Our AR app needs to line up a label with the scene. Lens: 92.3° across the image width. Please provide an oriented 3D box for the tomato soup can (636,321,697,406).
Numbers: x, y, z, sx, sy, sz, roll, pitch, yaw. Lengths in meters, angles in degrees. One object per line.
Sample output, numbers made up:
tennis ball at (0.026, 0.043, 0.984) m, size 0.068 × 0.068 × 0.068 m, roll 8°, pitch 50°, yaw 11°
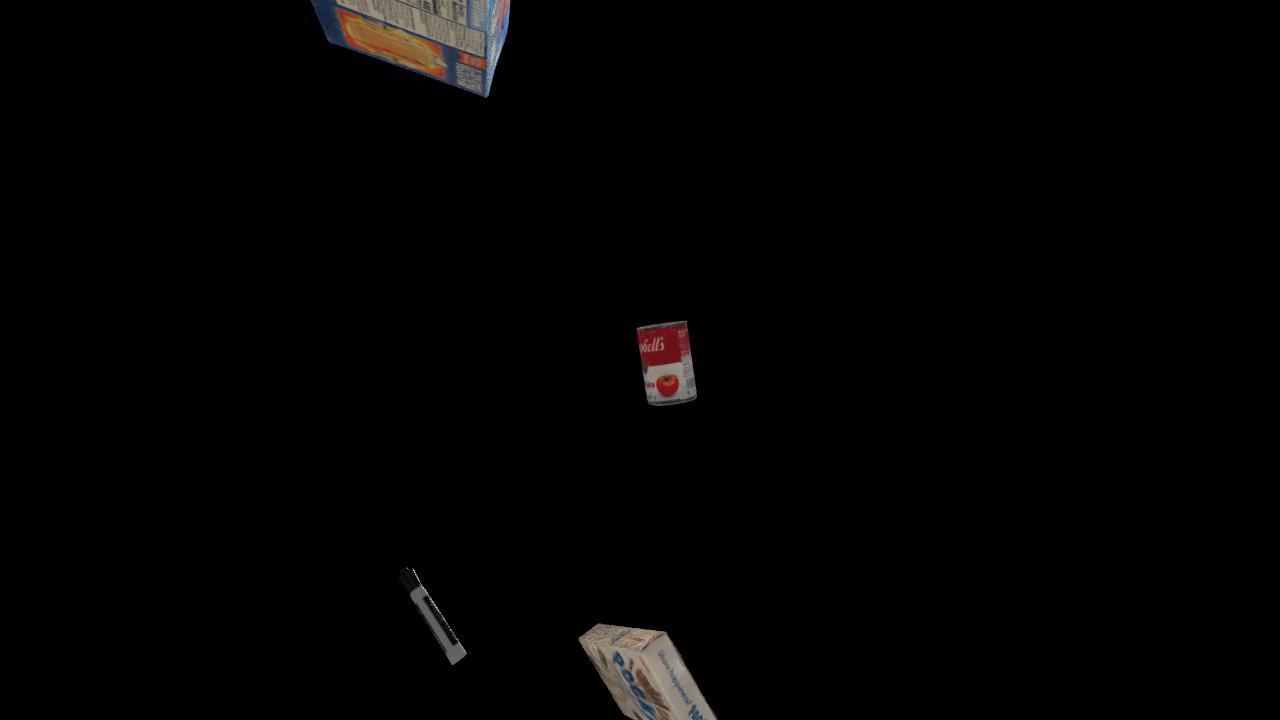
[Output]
tomato soup can at (0.035, 0.004, 0.797) m, size 0.068 × 0.101 × 0.068 m, roll -9°, pitch 6°, yaw 1°

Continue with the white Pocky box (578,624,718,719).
white Pocky box at (0.002, 0.260, 0.503) m, size 0.028 × 0.084 × 0.154 m, roll -29°, pitch -6°, yaw -29°

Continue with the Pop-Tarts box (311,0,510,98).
Pop-Tarts box at (-0.175, -0.297, 0.472) m, size 0.141 × 0.083 × 0.167 m, roll 15°, pitch -5°, yaw -13°

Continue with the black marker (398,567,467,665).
black marker at (-0.237, 0.288, 0.698) m, size 0.020 × 0.121 × 0.020 m, roll -37°, pitch -15°, yaw -11°
